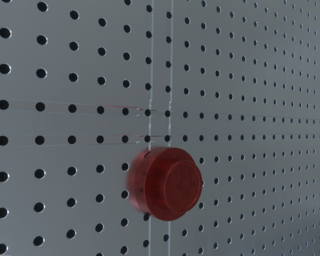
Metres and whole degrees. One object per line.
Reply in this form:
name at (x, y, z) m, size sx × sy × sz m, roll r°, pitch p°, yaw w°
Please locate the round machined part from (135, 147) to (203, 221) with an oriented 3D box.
round machined part at (0.019, 0.075, 0.413) m, size 0.099 × 0.042 × 0.097 m, roll 0°, pitch 90°, yaw -40°
